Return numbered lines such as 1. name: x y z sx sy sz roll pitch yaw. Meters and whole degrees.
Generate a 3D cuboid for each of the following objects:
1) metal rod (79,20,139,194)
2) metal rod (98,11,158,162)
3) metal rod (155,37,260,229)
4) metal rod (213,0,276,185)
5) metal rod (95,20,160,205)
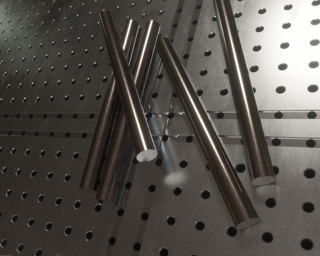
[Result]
1. metal rod: -0.071 -0.049 0.473 0.025 0.025 0.299 -4 60 26
2. metal rod: -0.055 -0.081 0.451 0.025 0.025 0.299 -28 52 11
3. metal rod: 0.046 -0.019 0.394 0.025 0.025 0.299 -28 52 10
4. metal rod: 0.100 -0.072 0.398 0.025 0.025 0.299 -15 55 19
5. metal rod: -0.040 -0.039 0.451 0.025 0.025 0.299 -2 61 27
